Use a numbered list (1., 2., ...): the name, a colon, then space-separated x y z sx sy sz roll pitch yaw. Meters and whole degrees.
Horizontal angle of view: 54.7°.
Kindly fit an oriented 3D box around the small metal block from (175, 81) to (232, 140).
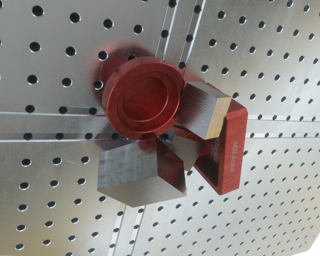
1. small metal block: 0.049 -0.021 0.357 0.025 0.050 0.050 -9 122 -41

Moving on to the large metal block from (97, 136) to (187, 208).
1. large metal block: -0.021 0.059 0.392 0.080 0.050 0.080 -17 146 21

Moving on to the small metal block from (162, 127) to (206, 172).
1. small metal block: 0.029 0.030 0.441 0.050 0.025 0.050 17 114 -24

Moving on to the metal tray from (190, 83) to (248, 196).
1. metal tray: 0.073 0.015 0.420 0.030 0.090 0.129 -17 125 -19

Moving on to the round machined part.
1. round machined part: -0.021 -0.038 0.366 0.099 0.042 0.097 -14 125 -21
